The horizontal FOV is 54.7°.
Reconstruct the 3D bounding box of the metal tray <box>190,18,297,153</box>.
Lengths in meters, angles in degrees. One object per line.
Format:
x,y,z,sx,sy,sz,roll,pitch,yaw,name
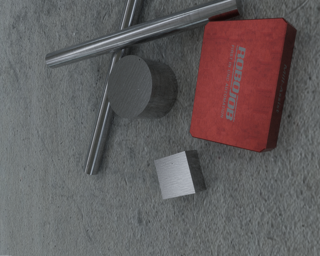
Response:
0.085,-0.046,0.332,0.090,0.030,0.129,13,98,39,metal tray

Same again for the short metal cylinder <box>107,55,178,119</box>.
-0.024,-0.052,0.408,0.080,0.050,0.079,0,90,40,short metal cylinder

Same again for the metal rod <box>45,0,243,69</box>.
-0.042,-0.120,0.411,0.300,0.025,0.025,-6,86,31,metal rod

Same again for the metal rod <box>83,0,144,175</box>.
-0.069,-0.069,0.461,0.025,0.025,0.298,27,107,36,metal rod

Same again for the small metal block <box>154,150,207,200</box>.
0.025,0.058,0.385,0.050,0.025,0.050,-22,76,38,small metal block
